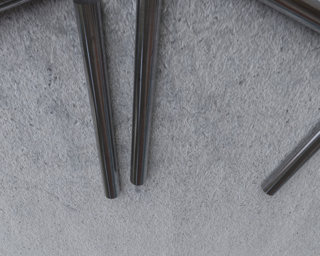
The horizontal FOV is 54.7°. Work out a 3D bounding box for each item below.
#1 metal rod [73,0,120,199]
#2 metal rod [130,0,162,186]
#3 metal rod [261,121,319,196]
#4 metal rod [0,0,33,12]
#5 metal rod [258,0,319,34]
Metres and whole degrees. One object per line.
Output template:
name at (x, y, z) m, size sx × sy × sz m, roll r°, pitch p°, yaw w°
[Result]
metal rod at (-0.074, -0.011, 0.397) m, size 0.025 × 0.025 × 0.298 m, roll 1°, pitch 130°, yaw -1°
metal rod at (-0.020, -0.035, 0.377) m, size 0.025 × 0.025 × 0.298 m, roll 4°, pitch 130°, yaw -3°
metal rod at (0.225, -0.009, 0.401) m, size 0.025 × 0.025 × 0.298 m, roll 16°, pitch 128°, yaw -14°
metal rod at (-0.183, -0.119, 0.304) m, size 0.301 × 0.025 × 0.025 m, roll -14°, pitch 129°, yaw 11°
metal rod at (0.104, -0.132, 0.295) m, size 0.302 × 0.025 × 0.025 m, roll 20°, pitch 127°, yaw -17°
